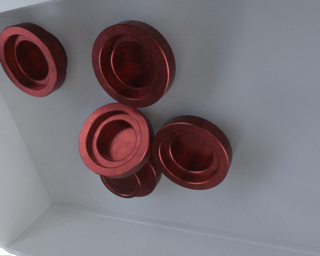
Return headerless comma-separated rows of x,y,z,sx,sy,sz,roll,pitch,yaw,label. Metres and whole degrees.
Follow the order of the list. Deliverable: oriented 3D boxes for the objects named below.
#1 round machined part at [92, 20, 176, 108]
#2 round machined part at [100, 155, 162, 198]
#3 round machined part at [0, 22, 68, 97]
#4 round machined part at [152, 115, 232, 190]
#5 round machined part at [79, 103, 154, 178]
-0.027,-0.077,0.363,0.098,0.042,0.097,13,124,20,round machined part
-0.050,0.066,0.463,0.098,0.042,0.097,13,124,20,round machined part
-0.168,-0.095,0.425,0.098,0.042,0.097,13,124,20,round machined part
0.043,0.027,0.391,0.098,0.042,0.097,13,124,20,round machined part
-0.054,0.019,0.414,0.098,0.042,0.098,-4,74,15,round machined part
